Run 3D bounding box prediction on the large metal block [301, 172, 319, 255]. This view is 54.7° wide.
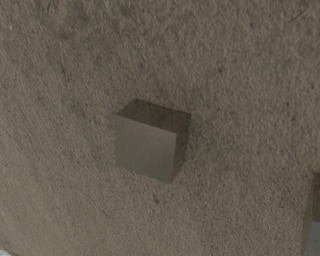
[{"bbox_3d":[0.188,0.109,0.339,0.050,0.080,0.079,10,123,23],"label":"large metal block"}]

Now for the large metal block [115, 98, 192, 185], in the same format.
[{"bbox_3d":[-0.010,0.016,0.405,0.080,0.050,0.079,17,125,18],"label":"large metal block"}]
